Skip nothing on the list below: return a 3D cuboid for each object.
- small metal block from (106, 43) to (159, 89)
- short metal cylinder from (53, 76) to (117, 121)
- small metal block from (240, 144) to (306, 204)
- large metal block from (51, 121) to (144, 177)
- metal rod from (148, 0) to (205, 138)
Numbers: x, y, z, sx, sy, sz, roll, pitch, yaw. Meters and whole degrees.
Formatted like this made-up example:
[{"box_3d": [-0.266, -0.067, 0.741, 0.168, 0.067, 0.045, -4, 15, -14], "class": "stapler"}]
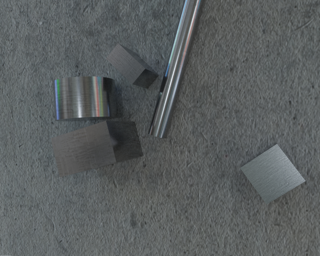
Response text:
[{"box_3d": [-0.035, -0.080, 0.407, 0.050, 0.050, 0.025, 45, 104, 14], "class": "small metal block"}, {"box_3d": [-0.099, -0.037, 0.413, 0.080, 0.080, 0.050, -4, 89, 19], "class": "short metal cylinder"}, {"box_3d": [0.131, 0.052, 0.363, 0.050, 0.025, 0.050, -37, 78, 16], "class": "small metal block"}, {"box_3d": [-0.079, 0.026, 0.406, 0.080, 0.080, 0.050, -16, 85, 19], "class": "large metal block"}, {"box_3d": [0.036, -0.133, 0.395, 0.025, 0.025, 0.298, 17, 96, 19], "class": "metal rod"}]
